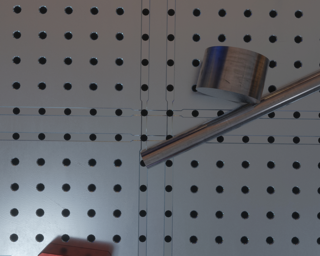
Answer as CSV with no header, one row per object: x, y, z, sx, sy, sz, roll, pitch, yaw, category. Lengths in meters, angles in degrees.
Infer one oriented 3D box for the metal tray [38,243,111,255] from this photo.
-0.120,0.228,0.410,0.091,0.030,0.129,8,90,0,metal tray

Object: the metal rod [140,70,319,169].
0.116,-0.019,0.413,0.301,0.025,0.025,-25,90,0,metal rod

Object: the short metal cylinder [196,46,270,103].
0.090,-0.064,0.386,0.080,0.080,0.050,13,90,0,short metal cylinder
